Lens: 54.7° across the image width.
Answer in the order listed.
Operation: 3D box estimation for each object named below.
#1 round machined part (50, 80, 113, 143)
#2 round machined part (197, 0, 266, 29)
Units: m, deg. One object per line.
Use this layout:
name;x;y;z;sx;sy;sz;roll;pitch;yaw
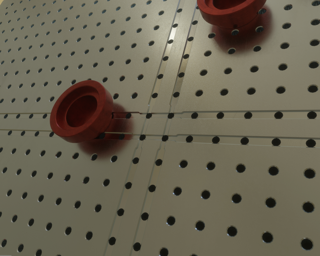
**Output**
round machined part;-0.112;-0.021;0.467;0.098;0.042;0.098;-13;56;20
round machined part;0.108;-0.186;0.454;0.098;0.042;0.098;-13;56;20
